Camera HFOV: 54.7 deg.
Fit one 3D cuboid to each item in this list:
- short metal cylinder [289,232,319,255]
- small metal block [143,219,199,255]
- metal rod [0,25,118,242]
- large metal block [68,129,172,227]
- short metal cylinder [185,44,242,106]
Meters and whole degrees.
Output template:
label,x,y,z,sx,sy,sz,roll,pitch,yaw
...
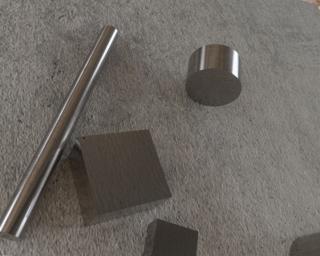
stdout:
label,x,y,z,sx,sy,sz,roll,pitch,yaw
short metal cylinder,0.217,0.176,0.400,0.081,0.050,0.080,14,56,-21
small metal block,0.011,0.131,0.331,0.050,0.025,0.050,22,53,-15
metal rod,-0.103,-0.022,0.361,0.025,0.025,0.300,25,53,-14
large metal block,-0.045,0.052,0.333,0.081,0.050,0.080,-6,65,-31
short metal cylinder,0.080,-0.077,0.461,0.080,0.080,0.050,22,54,-16
